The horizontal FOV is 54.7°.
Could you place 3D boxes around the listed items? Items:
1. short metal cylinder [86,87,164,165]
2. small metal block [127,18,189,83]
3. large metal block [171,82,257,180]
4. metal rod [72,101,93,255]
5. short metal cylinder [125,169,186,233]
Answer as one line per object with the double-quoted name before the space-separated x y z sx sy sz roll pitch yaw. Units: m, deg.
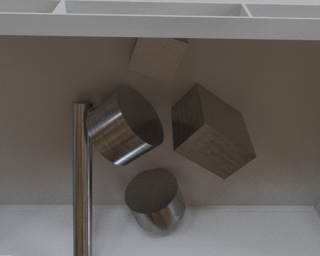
"short metal cylinder" -0.040 -0.002 0.371 0.050 0.080 0.080 -33 123 24
"small metal block" -0.003 -0.084 0.338 0.050 0.025 0.050 16 128 -14
"large metal block" 0.062 0.003 0.377 0.080 0.080 0.050 31 123 -24
"metal rod" -0.104 0.114 0.415 0.025 0.025 0.298 2 102 -3
"short metal cylinder" -0.006 0.108 0.465 0.080 0.080 0.050 -12 129 9
